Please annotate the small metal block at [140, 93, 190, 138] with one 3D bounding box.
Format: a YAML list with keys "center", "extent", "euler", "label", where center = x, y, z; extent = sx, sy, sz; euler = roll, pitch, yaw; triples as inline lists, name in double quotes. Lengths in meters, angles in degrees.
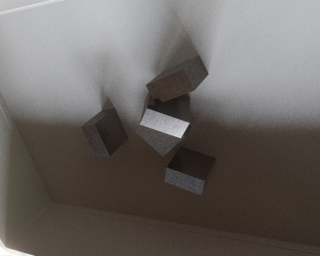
- center: [0.007, -0.021, 0.365]
  extent: [0.050, 0.050, 0.025]
  euler: [19, 129, -10]
  label: "small metal block"

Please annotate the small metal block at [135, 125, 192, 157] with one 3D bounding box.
- center: [0.004, 0.002, 0.406]
  extent: [0.050, 0.025, 0.050]
  euler: [43, 129, -2]
  label: "small metal block"

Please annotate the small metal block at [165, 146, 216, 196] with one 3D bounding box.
- center: [0.040, 0.054, 0.404]
  extent: [0.050, 0.050, 0.025]
  euler: [18, 125, 17]
  label: "small metal block"

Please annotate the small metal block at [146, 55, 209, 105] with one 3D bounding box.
- center: [0.020, -0.054, 0.347]
  extent: [0.050, 0.050, 0.025]
  euler: [-18, 108, 34]
  label: "small metal block"

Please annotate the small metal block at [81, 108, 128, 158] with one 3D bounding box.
- center: [-0.076, 0.007, 0.435]
  extent: [0.025, 0.050, 0.050]
  euler: [-8, 114, 31]
  label: "small metal block"
